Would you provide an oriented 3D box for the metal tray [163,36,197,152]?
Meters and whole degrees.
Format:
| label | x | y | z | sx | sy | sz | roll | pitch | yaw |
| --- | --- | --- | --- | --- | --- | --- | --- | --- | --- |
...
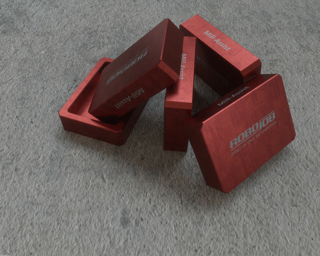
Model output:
| label | x | y | z | sx | sy | sz | roll | pitch | yaw |
| --- | --- | --- | --- | --- | --- | --- | --- | --- | --- |
| metal tray | 0.026 | -0.046 | 0.401 | 0.030 | 0.089 | 0.130 | 5 | 51 | 4 |

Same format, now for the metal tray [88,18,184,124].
| label | x | y | z | sx | sy | sz | roll | pitch | yaw |
| --- | --- | --- | --- | --- | --- | --- | --- | --- | --- |
| metal tray | -0.031 | -0.068 | 0.388 | 0.130 | 0.030 | 0.090 | -28 | 38 | 36 |

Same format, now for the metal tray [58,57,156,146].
| label | x | y | z | sx | sy | sz | roll | pitch | yaw |
| --- | --- | --- | --- | --- | --- | --- | --- | --- | --- |
| metal tray | -0.068 | -0.042 | 0.436 | 0.090 | 0.030 | 0.130 | 16 | 52 | 12 |

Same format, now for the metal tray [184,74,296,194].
| label | x | y | z | sx | sy | sz | roll | pitch | yaw |
| --- | --- | --- | --- | --- | --- | --- | --- | --- | --- |
| metal tray | 0.098 | 0.003 | 0.361 | 0.131 | 0.090 | 0.030 | -32 | 22 | -24 |

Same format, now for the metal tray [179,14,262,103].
| label | x | y | z | sx | sy | sz | roll | pitch | yaw |
| --- | --- | --- | --- | --- | --- | --- | --- | --- | --- |
| metal tray | 0.083 | -0.090 | 0.436 | 0.030 | 0.090 | 0.130 | -35 | 57 | -9 |
